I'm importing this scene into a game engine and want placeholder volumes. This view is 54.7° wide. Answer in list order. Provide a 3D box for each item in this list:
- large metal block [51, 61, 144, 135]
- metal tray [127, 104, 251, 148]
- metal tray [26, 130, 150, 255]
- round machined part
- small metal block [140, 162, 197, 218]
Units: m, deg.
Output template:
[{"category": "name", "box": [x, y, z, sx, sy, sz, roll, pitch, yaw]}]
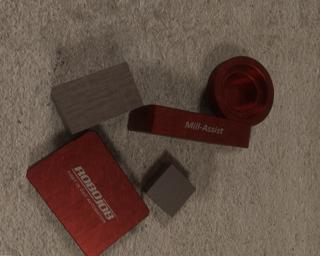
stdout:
[{"category": "large metal block", "box": [-0.075, -0.032, 0.353, 0.081, 0.080, 0.050, -24, 98, -19]}, {"category": "metal tray", "box": [0.034, -0.001, 0.388, 0.131, 0.090, 0.030, 10, 87, -20]}, {"category": "metal tray", "box": [-0.085, 0.078, 0.376, 0.090, 0.030, 0.130, -35, 102, -17]}, {"category": "round machined part", "box": [0.109, -0.049, 0.440, 0.099, 0.042, 0.097, 1, 87, -21]}, {"category": "small metal block", "box": [0.012, 0.082, 0.415, 0.050, 0.025, 0.050, 46, 75, -15]}]
